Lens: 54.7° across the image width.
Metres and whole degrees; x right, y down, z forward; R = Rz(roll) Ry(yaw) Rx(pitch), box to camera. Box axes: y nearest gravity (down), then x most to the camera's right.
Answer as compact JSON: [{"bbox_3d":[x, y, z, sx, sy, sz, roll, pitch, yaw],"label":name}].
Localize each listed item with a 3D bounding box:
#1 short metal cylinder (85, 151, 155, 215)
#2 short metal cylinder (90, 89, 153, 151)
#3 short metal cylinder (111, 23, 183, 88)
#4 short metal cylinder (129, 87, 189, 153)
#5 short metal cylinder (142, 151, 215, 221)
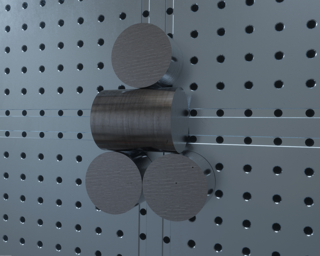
[{"bbox_3d":[-0.051,0.070,0.415,0.080,0.050,0.079,0,90,19],"label":"short metal cylinder"},{"bbox_3d":[-0.046,-0.010,0.399,0.050,0.080,0.079,0,90,20],"label":"short metal cylinder"},{"bbox_3d":[-0.015,-0.089,0.404,0.080,0.050,0.079,0,90,19],"label":"short metal cylinder"},{"bbox_3d":[0.001,-0.010,0.383,0.050,0.080,0.079,0,90,20],"label":"short metal cylinder"},{"bbox_3d":[0.025,0.070,0.388,0.080,0.050,0.079,0,90,19],"label":"short metal cylinder"}]
